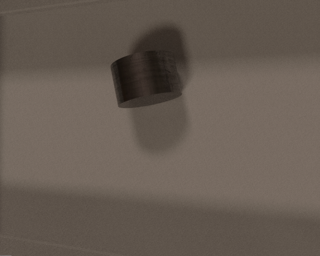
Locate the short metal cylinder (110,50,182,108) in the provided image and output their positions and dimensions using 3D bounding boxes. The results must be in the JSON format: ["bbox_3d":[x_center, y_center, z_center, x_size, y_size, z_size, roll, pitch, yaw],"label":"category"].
[{"bbox_3d":[-0.017,-0.058,0.386,0.080,0.080,0.050,-13,86,19],"label":"short metal cylinder"}]
